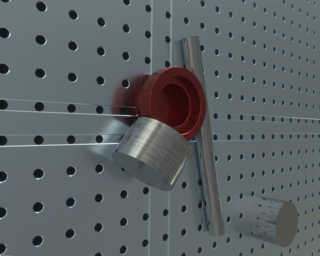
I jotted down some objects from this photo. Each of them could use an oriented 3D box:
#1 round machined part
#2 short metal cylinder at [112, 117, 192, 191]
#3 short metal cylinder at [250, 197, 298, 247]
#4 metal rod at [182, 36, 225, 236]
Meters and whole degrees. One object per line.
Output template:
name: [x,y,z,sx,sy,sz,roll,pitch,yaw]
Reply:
round machined part: [0.012,-0.029,0.408,0.099,0.042,0.097,0,90,-40]
short metal cylinder: [-0.009,0.032,0.366,0.080,0.080,0.050,46,62,-30]
short metal cylinder: [0.210,0.171,0.569,0.081,0.050,0.080,0,90,-40]
metal rod: [0.066,0.017,0.464,0.025,0.025,0.298,-15,100,-39]
